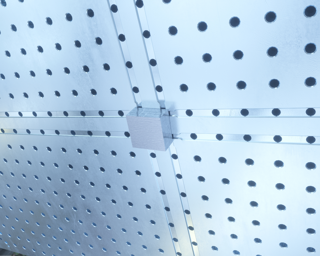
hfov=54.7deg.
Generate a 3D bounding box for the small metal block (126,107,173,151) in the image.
[{"bbox_3d":[-0.014,0.001,0.417,0.050,0.025,0.050,5,121,25],"label":"small metal block"}]
